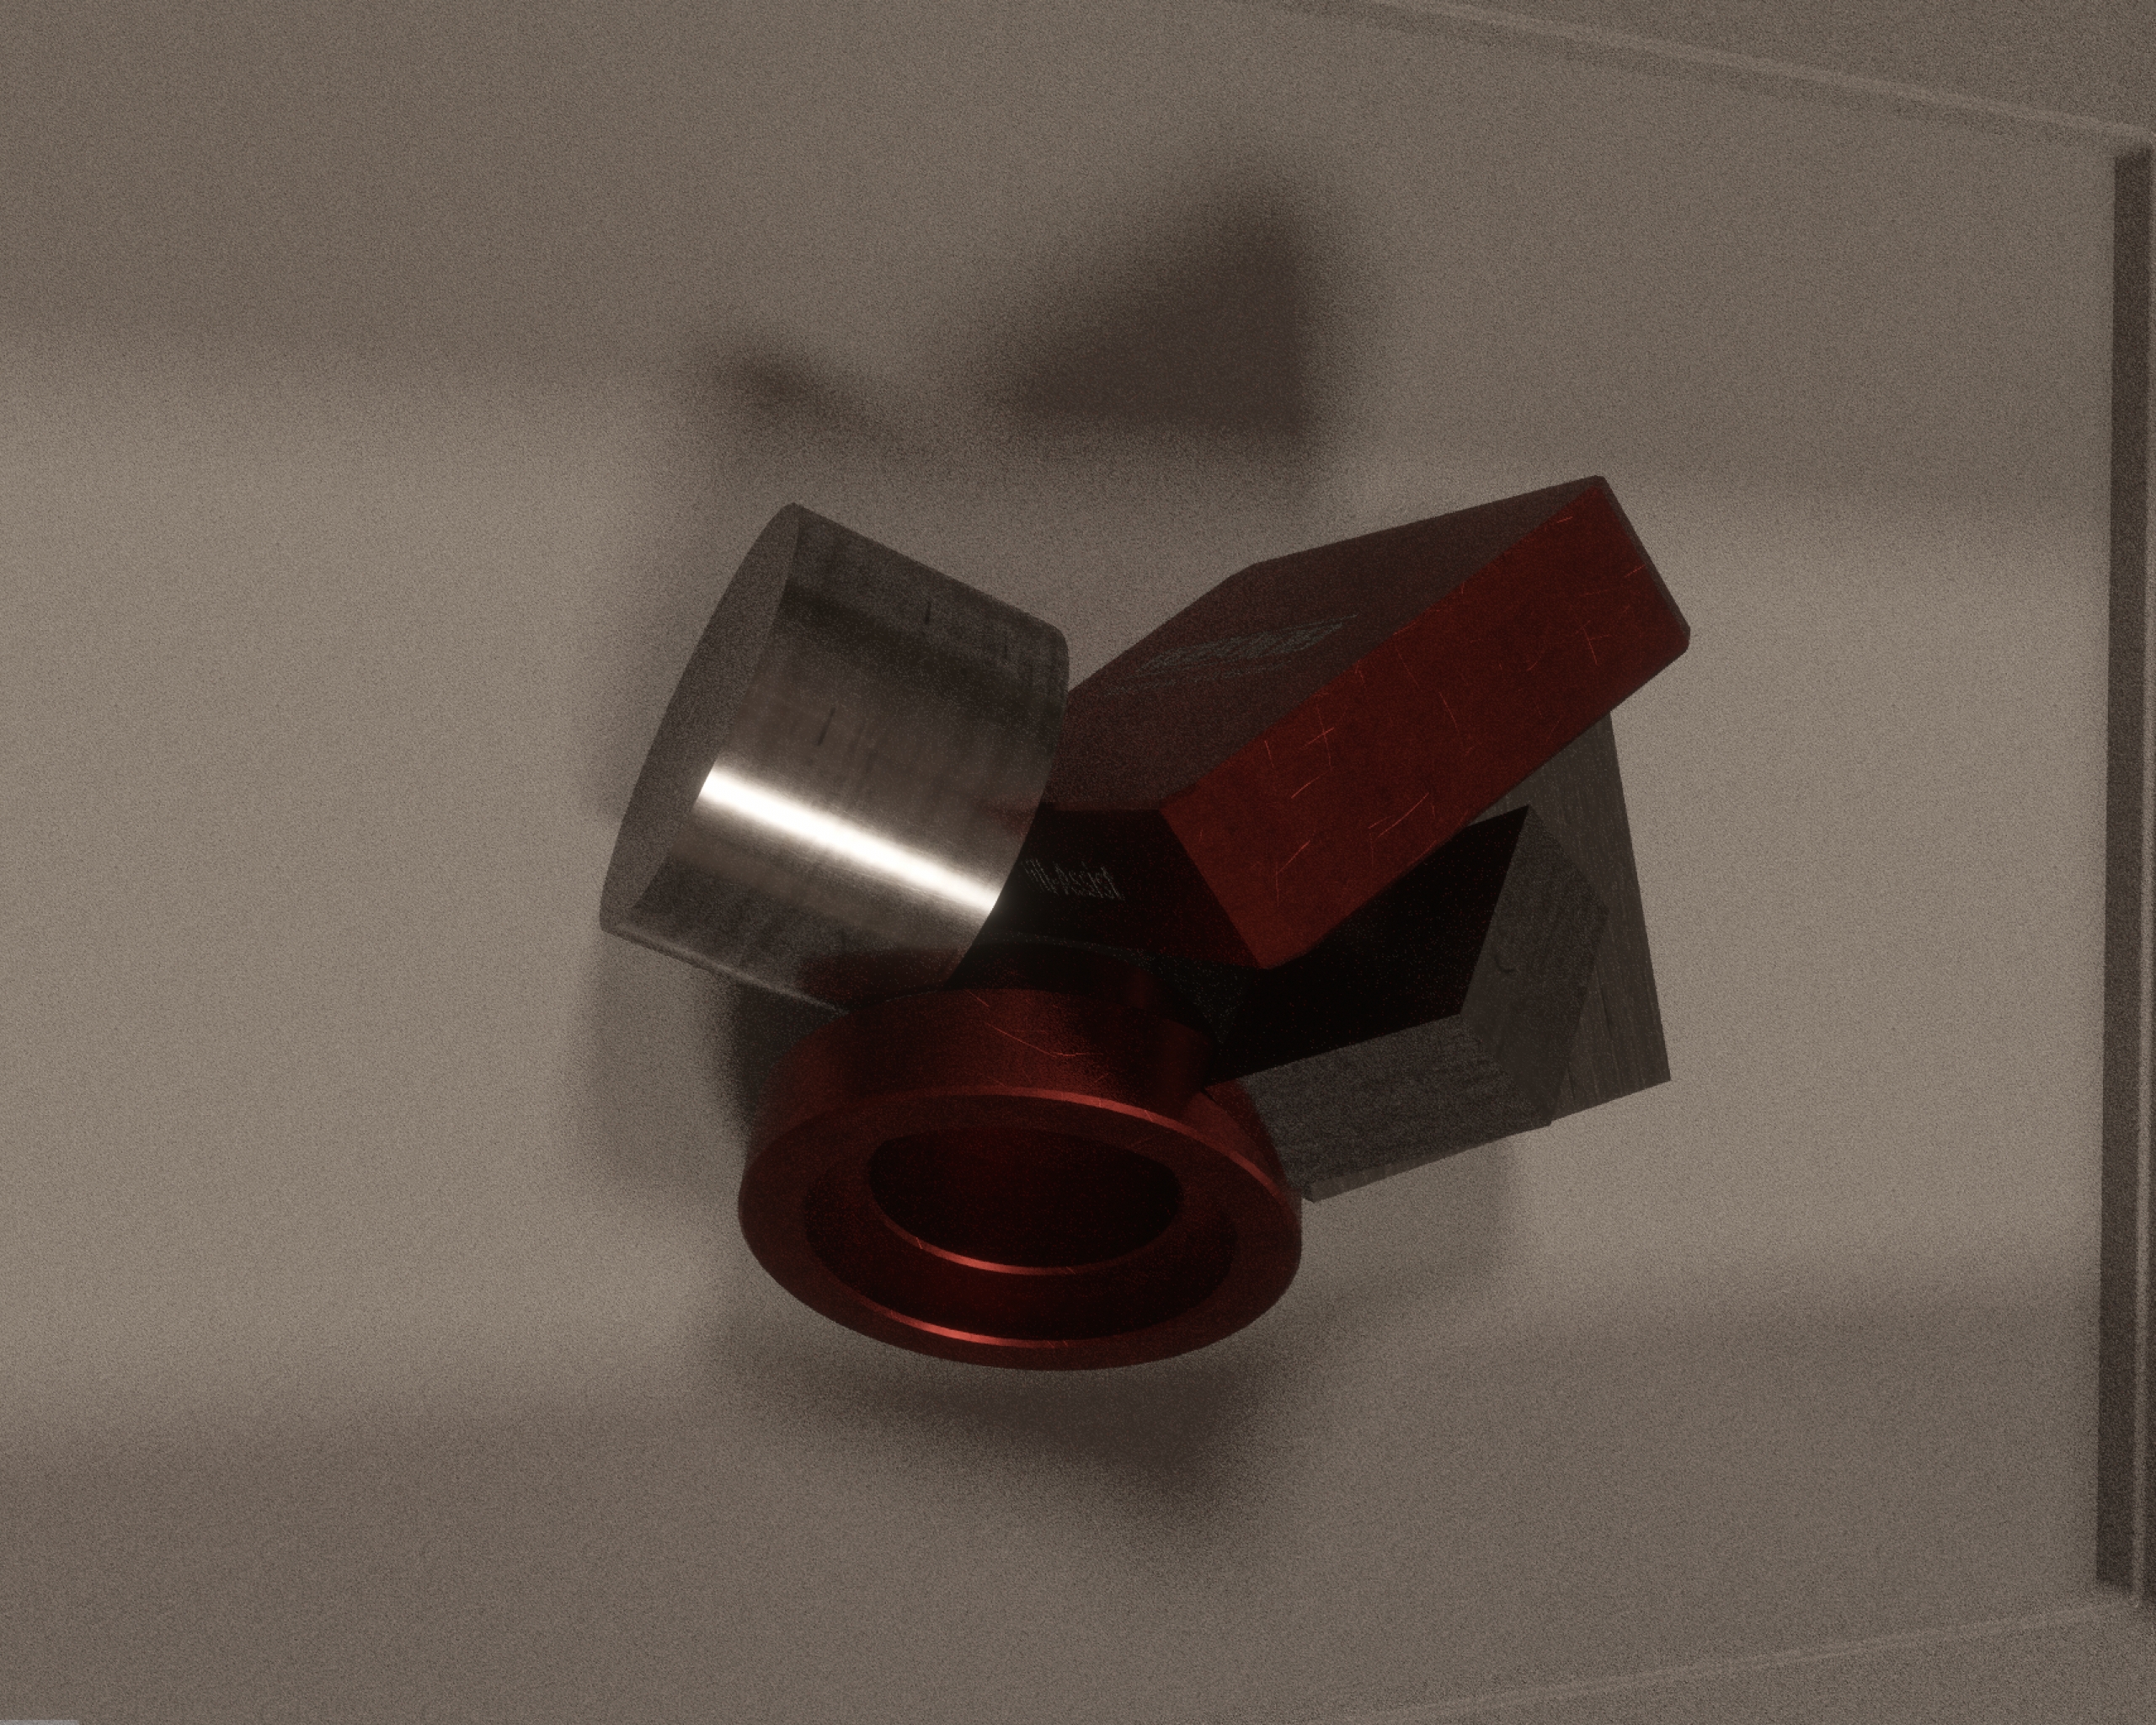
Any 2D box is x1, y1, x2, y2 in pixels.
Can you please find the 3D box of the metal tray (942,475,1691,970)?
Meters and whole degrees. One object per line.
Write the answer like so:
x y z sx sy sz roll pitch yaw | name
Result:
0.032 -0.023 0.366 0.090 0.130 0.030 -37 103 -17 | metal tray

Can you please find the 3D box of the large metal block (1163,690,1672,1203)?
0.063 0.012 0.412 0.081 0.050 0.079 -15 100 -20 | large metal block

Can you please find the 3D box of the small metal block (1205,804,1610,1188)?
0.055 0.022 0.345 0.025 0.050 0.050 50 43 -21 | small metal block

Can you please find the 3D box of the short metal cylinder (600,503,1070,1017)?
-0.043 -0.016 0.364 0.050 0.080 0.080 24 82 -19 | short metal cylinder

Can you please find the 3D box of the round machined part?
-0.009 0.051 0.378 0.099 0.097 0.042 22 47 -19 | round machined part
